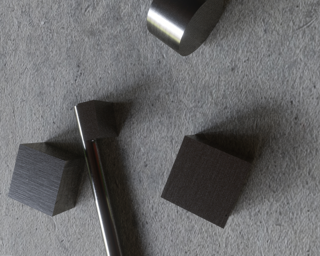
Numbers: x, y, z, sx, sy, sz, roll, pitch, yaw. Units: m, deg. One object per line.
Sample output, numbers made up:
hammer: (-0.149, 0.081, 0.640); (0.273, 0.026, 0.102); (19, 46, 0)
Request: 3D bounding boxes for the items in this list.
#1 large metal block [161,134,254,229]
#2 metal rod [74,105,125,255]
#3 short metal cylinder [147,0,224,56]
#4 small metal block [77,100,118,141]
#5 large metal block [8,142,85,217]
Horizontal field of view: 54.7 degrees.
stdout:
large metal block: (0.058, 0.060, 0.375); (0.080, 0.050, 0.080); (23, 98, 18)
metal rod: (-0.077, 0.112, 0.436); (0.025, 0.025, 0.298); (-15, 85, 19)
short metal cylinder: (0.030, -0.134, 0.369); (0.050, 0.080, 0.080); (40, 103, 15)
small metal block: (-0.084, -0.010, 0.425); (0.025, 0.050, 0.050); (-11, 86, 20)
large metal block: (-0.164, 0.071, 0.454); (0.080, 0.050, 0.080); (17, 96, 19)
